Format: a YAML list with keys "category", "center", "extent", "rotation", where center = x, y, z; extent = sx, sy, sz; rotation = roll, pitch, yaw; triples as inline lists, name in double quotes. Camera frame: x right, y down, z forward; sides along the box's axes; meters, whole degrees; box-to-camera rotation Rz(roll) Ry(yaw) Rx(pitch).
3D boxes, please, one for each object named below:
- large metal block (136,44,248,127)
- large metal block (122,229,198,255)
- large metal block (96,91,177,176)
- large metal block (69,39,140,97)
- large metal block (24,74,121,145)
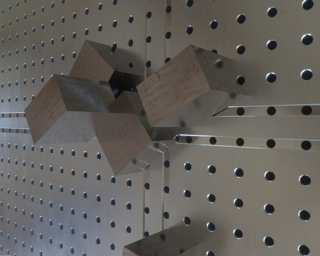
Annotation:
- category: "large metal block"
  center: [0.036, -0.041, 0.343]
  extent: [0.080, 0.081, 0.050]
  rotation: [-32, 70, 35]
- category: "large metal block"
  center: [-0.003, 0.179, 0.374]
  extent: [0.050, 0.081, 0.079]
  rotation: [14, 99, 39]
- category: "large metal block"
  center: [-0.037, 0.007, 0.421]
  extent: [0.080, 0.050, 0.080]
  rotation: [-44, 64, 31]
- category: "large metal block"
  center: [-0.088, -0.072, 0.463]
  extent: [0.080, 0.050, 0.080]
  rotation: [48, 118, 29]
- category: "large metal block"
  center: [-0.112, -0.021, 0.399]
  extent: [0.080, 0.081, 0.050]
  rotation: [-36, 68, 34]
